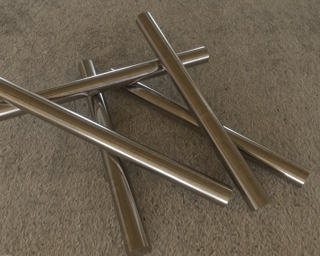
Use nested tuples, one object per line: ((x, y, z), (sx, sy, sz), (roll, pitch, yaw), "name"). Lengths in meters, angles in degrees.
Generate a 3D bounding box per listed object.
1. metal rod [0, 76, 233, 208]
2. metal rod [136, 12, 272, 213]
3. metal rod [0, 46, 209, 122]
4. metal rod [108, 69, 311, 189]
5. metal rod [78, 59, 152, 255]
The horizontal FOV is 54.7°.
((-0.061, 0.013, 0.355), (0.301, 0.025, 0.025), (25, 54, 6), "metal rod")
((0.043, -0.036, 0.390), (0.025, 0.025, 0.299), (-22, 67, -17), "metal rod")
((-0.072, -0.063, 0.421), (0.302, 0.025, 0.025), (-18, 53, -15), "metal rod")
((0.045, -0.010, 0.411), (0.300, 0.025, 0.025), (29, 56, 22), "metal rod")
((-0.067, 0.012, 0.392), (0.025, 0.025, 0.300), (-14, 52, -12), "metal rod")
